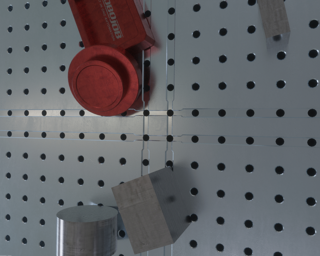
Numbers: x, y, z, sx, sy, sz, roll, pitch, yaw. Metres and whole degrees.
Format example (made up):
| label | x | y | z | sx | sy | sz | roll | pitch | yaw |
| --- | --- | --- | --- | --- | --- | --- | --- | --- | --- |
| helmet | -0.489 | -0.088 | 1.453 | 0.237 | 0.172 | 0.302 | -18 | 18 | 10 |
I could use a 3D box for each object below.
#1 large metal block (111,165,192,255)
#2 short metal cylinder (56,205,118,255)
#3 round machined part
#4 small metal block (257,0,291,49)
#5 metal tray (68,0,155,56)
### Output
| label | x | y | z | sx | sy | sz | roll | pitch | yaw |
| --- | --- | --- | --- | --- | --- | --- | --- | --- | --- |
| large metal block | -0.007 | 0.097 | 0.386 | 0.050 | 0.080 | 0.080 | -23 | 82 | 19 |
| short metal cylinder | -0.098 | 0.139 | 0.418 | 0.080 | 0.080 | 0.050 | 1 | 91 | 20 |
| round machined part | -0.076 | -0.060 | 0.411 | 0.098 | 0.042 | 0.097 | 4 | 114 | 8 |
| small metal block | 0.129 | -0.123 | 0.354 | 0.025 | 0.050 | 0.050 | -12 | 86 | 20 |
| metal tray | -0.073 | -0.160 | 0.435 | 0.090 | 0.030 | 0.129 | -23 | 83 | 18 |
